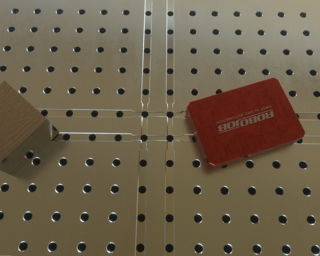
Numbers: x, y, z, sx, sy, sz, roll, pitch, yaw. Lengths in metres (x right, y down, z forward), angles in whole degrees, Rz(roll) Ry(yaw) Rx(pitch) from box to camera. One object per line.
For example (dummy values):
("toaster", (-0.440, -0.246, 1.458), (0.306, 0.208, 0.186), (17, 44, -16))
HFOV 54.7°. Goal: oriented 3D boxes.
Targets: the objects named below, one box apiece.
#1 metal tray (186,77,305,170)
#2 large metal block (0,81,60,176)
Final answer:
("metal tray", (0.110, -0.007, 0.412), (0.131, 0.030, 0.090), (-17, 71, -6))
("large metal block", (-0.193, 0.001, 0.397), (0.080, 0.050, 0.080), (39, 75, 13))
